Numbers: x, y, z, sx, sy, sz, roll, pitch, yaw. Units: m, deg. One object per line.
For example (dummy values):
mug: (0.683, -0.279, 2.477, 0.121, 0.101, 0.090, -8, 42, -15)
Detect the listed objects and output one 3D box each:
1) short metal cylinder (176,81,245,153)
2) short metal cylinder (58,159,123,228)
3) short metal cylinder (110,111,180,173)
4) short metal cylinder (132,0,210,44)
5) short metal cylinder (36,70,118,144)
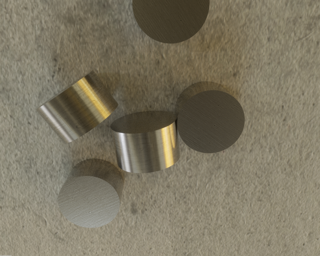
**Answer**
short metal cylinder: (0.060, -0.015, 0.392, 0.081, 0.050, 0.079, 0, 110, -1)
short metal cylinder: (-0.093, 0.089, 0.428, 0.081, 0.050, 0.079, 0, 110, -1)
short metal cylinder: (-0.017, 0.015, 0.386, 0.080, 0.080, 0.050, -7, 110, 2)
short metal cylinder: (0.011, -0.138, 0.346, 0.081, 0.050, 0.079, 0, 110, -1)
short metal cylinder: (-0.098, -0.026, 0.370, 0.080, 0.080, 0.050, -31, 107, 10)
